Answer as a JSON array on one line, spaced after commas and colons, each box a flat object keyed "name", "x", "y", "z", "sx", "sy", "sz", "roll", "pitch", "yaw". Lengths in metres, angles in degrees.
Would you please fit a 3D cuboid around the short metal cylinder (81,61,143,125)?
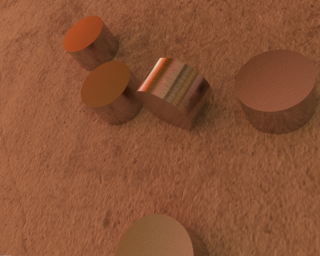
[{"name": "short metal cylinder", "x": -0.067, "y": -0.051, "z": 0.453, "sx": 0.080, "sy": 0.050, "sz": 0.080, "roll": -13, "pitch": 56, "yaw": 20}]

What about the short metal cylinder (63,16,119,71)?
[{"name": "short metal cylinder", "x": -0.120, "y": -0.147, "z": 0.538, "sx": 0.080, "sy": 0.050, "sz": 0.080, "roll": -13, "pitch": 56, "yaw": 20}]

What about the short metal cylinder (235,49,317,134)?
[{"name": "short metal cylinder", "x": 0.129, "y": -0.040, "z": 0.344, "sx": 0.080, "sy": 0.050, "sz": 0.080, "roll": -13, "pitch": 56, "yaw": 20}]

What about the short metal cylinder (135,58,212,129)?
[{"name": "short metal cylinder", "x": 0.016, "y": -0.042, "z": 0.384, "sx": 0.080, "sy": 0.080, "sz": 0.050, "roll": 22, "pitch": 74, "yaw": 35}]

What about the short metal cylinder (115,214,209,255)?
[{"name": "short metal cylinder", "x": 0.003, "y": 0.131, "z": 0.305, "sx": 0.080, "sy": 0.050, "sz": 0.080, "roll": -13, "pitch": 56, "yaw": 20}]
